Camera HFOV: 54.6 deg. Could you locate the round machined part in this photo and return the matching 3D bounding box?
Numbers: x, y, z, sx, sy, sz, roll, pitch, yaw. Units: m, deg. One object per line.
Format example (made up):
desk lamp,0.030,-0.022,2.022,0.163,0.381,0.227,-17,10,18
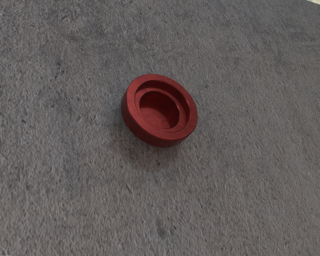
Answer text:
round machined part,-0.004,-0.019,0.401,0.099,0.042,0.098,13,56,-21
